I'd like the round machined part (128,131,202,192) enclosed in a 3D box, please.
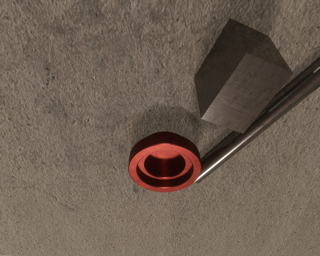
[{"bbox_3d":[0.007,0.043,0.433,0.099,0.042,0.097,-1,130,0],"label":"round machined part"}]

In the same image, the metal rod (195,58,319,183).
[{"bbox_3d":[0.140,-0.019,0.393,0.025,0.025,0.299,29,124,-23],"label":"metal rod"}]

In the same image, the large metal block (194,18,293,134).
[{"bbox_3d":[0.081,-0.055,0.326,0.050,0.080,0.079,19,128,-16],"label":"large metal block"}]
